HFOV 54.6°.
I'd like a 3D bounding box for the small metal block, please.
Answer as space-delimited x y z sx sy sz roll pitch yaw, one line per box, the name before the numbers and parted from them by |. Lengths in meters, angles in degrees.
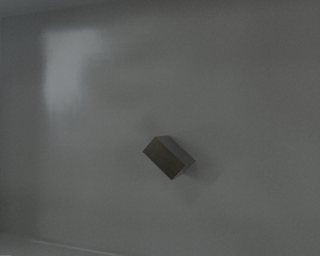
small metal block | 0.013 0.036 0.393 0.050 0.050 0.025 43 104 15
